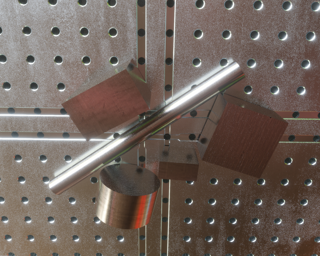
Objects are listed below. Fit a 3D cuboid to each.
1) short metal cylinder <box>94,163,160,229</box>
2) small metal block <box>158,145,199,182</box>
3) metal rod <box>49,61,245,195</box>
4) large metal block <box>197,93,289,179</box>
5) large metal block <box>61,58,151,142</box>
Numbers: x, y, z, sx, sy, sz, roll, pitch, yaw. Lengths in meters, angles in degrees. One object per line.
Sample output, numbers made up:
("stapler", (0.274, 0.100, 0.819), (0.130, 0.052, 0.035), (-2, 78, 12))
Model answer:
("short metal cylinder", (-0.044, 0.089, 0.416), (0.081, 0.080, 0.050), (11, 110, -5))
("small metal block", (0.023, 0.047, 0.418), (0.050, 0.050, 0.025), (5, 110, -2))
("metal rod", (-0.025, 0.005, 0.414), (0.300, 0.025, 0.025), (-32, 107, 11))
("large metal block", (0.103, 0.009, 0.402), (0.080, 0.050, 0.079), (18, 109, -7))
("large metal block", (-0.059, -0.037, 0.370), (0.080, 0.080, 0.050), (-27, 108, 9))
